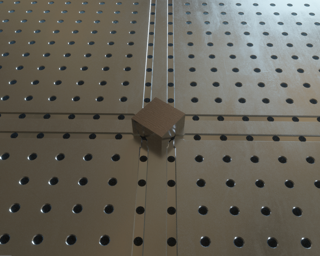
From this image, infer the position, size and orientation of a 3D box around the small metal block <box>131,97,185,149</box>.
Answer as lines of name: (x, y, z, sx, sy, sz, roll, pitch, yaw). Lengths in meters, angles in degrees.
small metal block: (-0.002, -0.008, 0.415, 0.050, 0.025, 0.050, 32, 57, 23)
